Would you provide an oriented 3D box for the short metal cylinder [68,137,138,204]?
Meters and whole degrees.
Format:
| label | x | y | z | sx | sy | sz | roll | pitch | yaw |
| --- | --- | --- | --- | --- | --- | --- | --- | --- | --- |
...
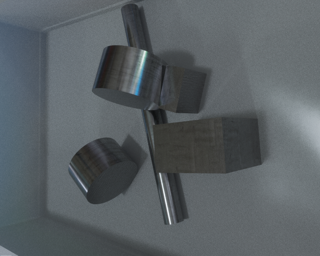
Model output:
| label | x | y | z | sx | sy | sz | roll | pitch | yaw |
| --- | --- | --- | --- | --- | --- | --- | --- | --- | --- |
| short metal cylinder | -0.079 | 0.060 | 0.434 | 0.050 | 0.081 | 0.080 | 45 | 117 | 30 |

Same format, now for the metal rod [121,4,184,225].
| label | x | y | z | sx | sy | sz | roll | pitch | yaw |
| --- | --- | --- | --- | --- | --- | --- | --- | --- | --- |
| metal rod | -0.013 | -0.025 | 0.415 | 0.025 | 0.025 | 0.298 | -20 | 78 | 38 |

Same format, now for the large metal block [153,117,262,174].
| label | x | y | z | sx | sy | sz | roll | pitch | yaw |
| --- | --- | --- | --- | --- | --- | --- | --- | --- | --- |
| large metal block | 0.051 | 0.018 | 0.328 | 0.080 | 0.081 | 0.050 | -6 | 86 | 39 |

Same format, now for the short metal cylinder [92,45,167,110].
| label | x | y | z | sx | sy | sz | roll | pitch | yaw |
| --- | --- | --- | --- | --- | --- | --- | --- | --- | --- |
| short metal cylinder | -0.034 | -0.057 | 0.367 | 0.080 | 0.080 | 0.050 | 7 | 80 | 39 |

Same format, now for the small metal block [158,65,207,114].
| label | x | y | z | sx | sy | sz | roll | pitch | yaw |
| --- | --- | --- | --- | --- | --- | --- | --- | --- | --- |
| small metal block | 0.027 | -0.044 | 0.366 | 0.025 | 0.050 | 0.050 | 18 | 101 | 34 |
